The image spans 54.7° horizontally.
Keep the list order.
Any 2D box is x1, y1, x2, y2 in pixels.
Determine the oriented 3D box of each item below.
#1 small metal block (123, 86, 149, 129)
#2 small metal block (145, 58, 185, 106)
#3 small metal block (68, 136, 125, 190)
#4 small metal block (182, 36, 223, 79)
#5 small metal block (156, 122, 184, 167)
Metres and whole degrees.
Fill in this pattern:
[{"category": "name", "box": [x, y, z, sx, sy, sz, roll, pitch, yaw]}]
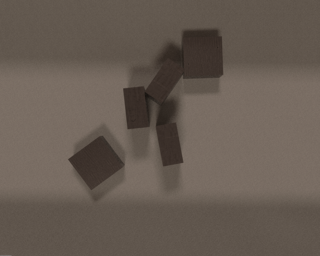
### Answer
[{"category": "small metal block", "box": [-0.029, -0.025, 0.399, 0.025, 0.050, 0.050, -6, 90, 0]}, {"category": "small metal block", "box": [0.006, -0.057, 0.399, 0.025, 0.050, 0.050, 34, 89, -1]}, {"category": "small metal block", "box": [-0.083, 0.045, 0.410, 0.050, 0.025, 0.050, -36, 90, 0]}, {"category": "small metal block", "box": [0.056, -0.093, 0.412, 0.050, 0.025, 0.050, -2, 90, -1]}, {"category": "small metal block", "box": [0.011, 0.020, 0.399, 0.025, 0.050, 0.050, -10, 90, 0]}]
